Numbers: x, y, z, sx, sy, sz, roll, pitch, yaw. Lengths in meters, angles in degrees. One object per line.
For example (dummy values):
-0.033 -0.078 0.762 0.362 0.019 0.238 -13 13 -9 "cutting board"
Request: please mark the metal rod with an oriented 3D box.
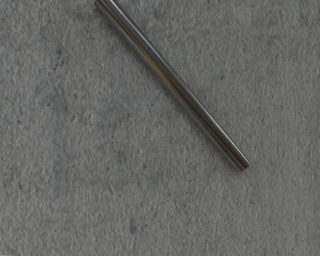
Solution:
0.025 -0.053 0.419 0.025 0.025 0.300 -46 105 -14 "metal rod"
